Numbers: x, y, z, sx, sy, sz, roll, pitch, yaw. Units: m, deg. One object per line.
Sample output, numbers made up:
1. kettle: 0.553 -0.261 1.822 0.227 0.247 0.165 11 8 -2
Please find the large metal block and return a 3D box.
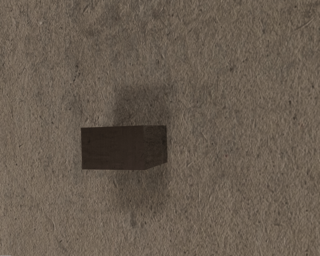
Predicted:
1. large metal block: -0.042 0.023 0.394 0.080 0.080 0.050 -2 90 19
